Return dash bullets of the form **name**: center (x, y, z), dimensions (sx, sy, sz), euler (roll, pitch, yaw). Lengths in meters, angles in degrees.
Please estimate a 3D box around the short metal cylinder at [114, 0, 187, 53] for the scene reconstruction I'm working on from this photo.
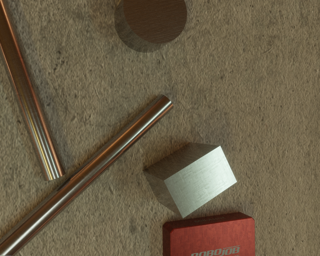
- **short metal cylinder**: center (-0.013, -0.140, 0.392), dimensions (0.081, 0.050, 0.079), euler (0, 90, -21)

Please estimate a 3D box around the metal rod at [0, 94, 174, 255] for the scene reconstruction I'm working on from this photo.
- **metal rod**: center (-0.097, 0.064, 0.373), dimensions (0.301, 0.025, 0.025), euler (-43, 104, -15)

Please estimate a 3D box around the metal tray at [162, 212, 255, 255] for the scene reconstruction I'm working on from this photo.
- **metal tray**: center (0.070, 0.173, 0.434), dimensions (0.131, 0.030, 0.089), euler (-1, 91, -21)

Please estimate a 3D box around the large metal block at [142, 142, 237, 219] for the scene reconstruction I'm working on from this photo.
- **large metal block**: center (0.035, 0.061, 0.394), dimensions (0.080, 0.080, 0.050), euler (-29, 100, -18)

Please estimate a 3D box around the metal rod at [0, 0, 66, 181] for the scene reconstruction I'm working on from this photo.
- **metal rod**: center (-0.166, -0.084, 0.347), dimensions (0.025, 0.025, 0.298), euler (-19, 97, -19)
